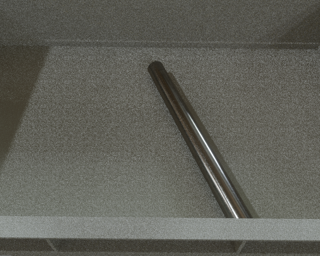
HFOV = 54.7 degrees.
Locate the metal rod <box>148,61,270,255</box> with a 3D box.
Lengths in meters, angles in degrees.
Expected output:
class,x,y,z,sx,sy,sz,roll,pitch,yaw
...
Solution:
class,x,y,z,sx,sy,sz,roll,pitch,yaw
metal rod,0.044,0.014,0.394,0.025,0.025,0.300,-16,52,-13
